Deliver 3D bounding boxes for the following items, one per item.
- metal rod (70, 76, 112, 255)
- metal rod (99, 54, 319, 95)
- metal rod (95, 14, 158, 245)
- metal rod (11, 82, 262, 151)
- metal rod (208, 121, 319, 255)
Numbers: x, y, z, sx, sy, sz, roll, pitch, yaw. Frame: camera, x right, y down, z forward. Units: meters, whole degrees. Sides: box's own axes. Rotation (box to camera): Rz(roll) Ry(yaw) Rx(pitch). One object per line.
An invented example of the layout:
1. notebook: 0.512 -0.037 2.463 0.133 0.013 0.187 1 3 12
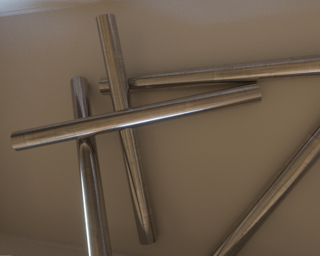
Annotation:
1. metal rod: -0.085 0.056 0.376 0.025 0.025 0.299 -26 57 18
2. metal rod: 0.062 -0.065 0.388 0.301 0.025 0.025 -3 89 19
3. metal rod: -0.042 0.005 0.405 0.025 0.025 0.298 -9 94 19
4. metal rod: -0.030 -0.013 0.377 0.302 0.025 0.025 -11 86 3
5. metal rod: 0.152 0.051 0.356 0.025 0.025 0.299 39 102 15
